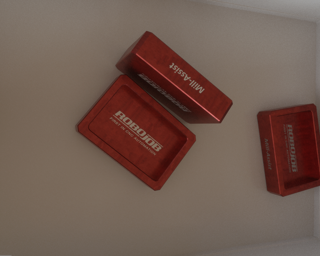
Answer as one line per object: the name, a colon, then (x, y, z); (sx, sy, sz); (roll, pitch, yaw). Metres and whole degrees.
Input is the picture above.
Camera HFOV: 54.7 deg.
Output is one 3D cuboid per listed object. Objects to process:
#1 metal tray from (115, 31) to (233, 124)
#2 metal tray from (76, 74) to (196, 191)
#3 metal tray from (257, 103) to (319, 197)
metal tray: (0.014, -0.054, 0.380); (0.130, 0.090, 0.030); (37, 79, -17)
metal tray: (-0.029, 0.007, 0.397); (0.130, 0.030, 0.090); (41, 77, -16)
metal tray: (0.205, 0.032, 0.483); (0.091, 0.030, 0.129); (-10, 94, -20)
